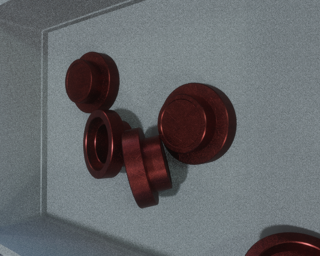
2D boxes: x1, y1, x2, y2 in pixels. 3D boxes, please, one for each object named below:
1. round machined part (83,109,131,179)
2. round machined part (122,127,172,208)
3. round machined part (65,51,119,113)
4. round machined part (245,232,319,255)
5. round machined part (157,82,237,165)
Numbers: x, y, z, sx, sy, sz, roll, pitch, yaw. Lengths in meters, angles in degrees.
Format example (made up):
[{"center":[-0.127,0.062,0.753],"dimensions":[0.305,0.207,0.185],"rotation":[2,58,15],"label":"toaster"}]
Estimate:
[{"center":[-0.072,0.023,0.445],"dimensions":[0.098,0.042,0.097],"rotation":[-3,86,54],"label":"round machined part"},{"center":[-0.013,0.046,0.383],"dimensions":[0.042,0.098,0.098],"rotation":[-14,79,3],"label":"round machined part"},{"center":[-0.113,-0.072,0.489],"dimensions":[0.098,0.042,0.097],"rotation":[0,90,40],"label":"round machined part"},{"center":[0.121,0.145,0.270],"dimensions":[0.098,0.099,0.042],"rotation":[19,135,38],"label":"round machined part"},{"center":[0.036,-0.005,0.366],"dimensions":[0.098,0.042,0.097],"rotation":[0,90,40],"label":"round machined part"}]
